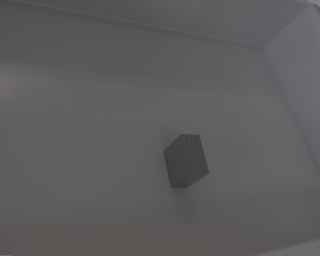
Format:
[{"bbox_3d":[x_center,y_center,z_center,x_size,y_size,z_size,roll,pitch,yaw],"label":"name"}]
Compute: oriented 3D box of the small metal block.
[{"bbox_3d":[0.031,0.041,0.380,0.025,0.050,0.050,3,61,-27],"label":"small metal block"}]
